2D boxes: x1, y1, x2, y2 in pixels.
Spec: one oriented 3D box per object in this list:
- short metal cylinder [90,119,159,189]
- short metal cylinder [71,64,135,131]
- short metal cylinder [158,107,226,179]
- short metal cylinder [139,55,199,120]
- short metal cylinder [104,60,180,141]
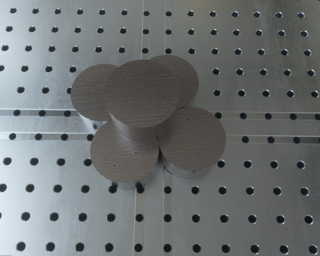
[{"bbox_3d":[-0.041,0.033,0.385,0.081,0.050,0.080,0,70,0],"label":"short metal cylinder"},{"bbox_3d":[-0.071,-0.037,0.410,0.081,0.050,0.080,0,70,0],"label":"short metal cylinder"},{"bbox_3d":[0.038,0.020,0.391,0.081,0.050,0.080,0,70,0],"label":"short metal cylinder"},{"bbox_3d":[0.009,-0.050,0.416,0.081,0.050,0.080,0,70,0],"label":"short metal cylinder"},{"bbox_3d":[-0.020,-0.030,0.354,0.081,0.050,0.080,0,71,-1],"label":"short metal cylinder"}]
